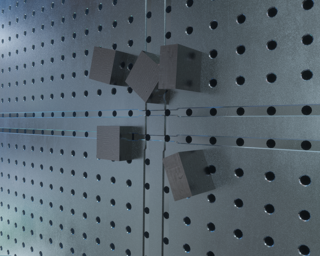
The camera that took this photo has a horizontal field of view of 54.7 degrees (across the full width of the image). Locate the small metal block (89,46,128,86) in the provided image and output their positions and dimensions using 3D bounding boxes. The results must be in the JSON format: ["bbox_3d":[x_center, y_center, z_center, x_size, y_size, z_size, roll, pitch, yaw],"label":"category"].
[{"bbox_3d":[-0.079,-0.094,0.472,0.050,0.025,0.050,20,103,38],"label":"small metal block"}]

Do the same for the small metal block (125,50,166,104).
[{"bbox_3d":[-0.013,-0.068,0.419,0.050,0.025,0.050,47,118,29],"label":"small metal block"}]

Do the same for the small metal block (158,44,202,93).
[{"bbox_3d":[0.025,-0.070,0.371,0.025,0.050,0.050,5,93,39],"label":"small metal block"}]

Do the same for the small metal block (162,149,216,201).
[{"bbox_3d":[0.034,0.054,0.363,0.025,0.050,0.050,-27,73,36],"label":"small metal block"}]

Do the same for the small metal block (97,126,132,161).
[{"bbox_3d":[-0.069,0.022,0.464,0.050,0.025,0.050,1,91,39],"label":"small metal block"}]
